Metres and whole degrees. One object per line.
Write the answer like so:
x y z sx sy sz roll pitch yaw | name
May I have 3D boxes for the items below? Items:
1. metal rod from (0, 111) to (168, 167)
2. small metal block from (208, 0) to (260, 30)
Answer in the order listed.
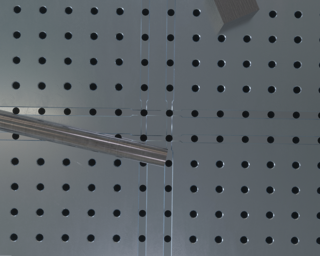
-0.139 0.007 0.412 0.302 0.025 0.025 13 90 0 | metal rod
0.097 -0.168 0.414 0.050 0.025 0.050 -23 90 0 | small metal block
